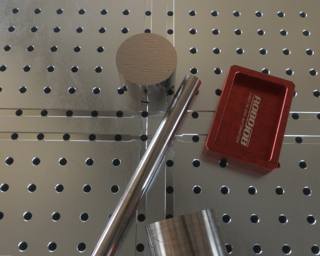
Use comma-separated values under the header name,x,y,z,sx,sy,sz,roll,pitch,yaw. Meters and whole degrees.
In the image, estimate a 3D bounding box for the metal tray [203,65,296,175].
name,x,y,z,sx,sy,sz,roll,pitch,yaw
metal tray,0.119,-0.013,0.414,0.090,0.030,0.130,18,71,6

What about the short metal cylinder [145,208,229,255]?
name,x,y,z,sx,sy,sz,roll,pitch,yaw
short metal cylinder,0.028,0.123,0.338,0.081,0.080,0.050,-13,71,-5

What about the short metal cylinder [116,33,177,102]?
name,x,y,z,sx,sy,sz,roll,pitch,yaw
short metal cylinder,-0.018,-0.083,0.429,0.081,0.050,0.080,0,70,0

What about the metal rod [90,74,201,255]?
name,x,y,z,sx,sy,sz,roll,pitch,yaw
metal rod,-0.020,0.058,0.390,0.025,0.025,0.300,25,72,9
